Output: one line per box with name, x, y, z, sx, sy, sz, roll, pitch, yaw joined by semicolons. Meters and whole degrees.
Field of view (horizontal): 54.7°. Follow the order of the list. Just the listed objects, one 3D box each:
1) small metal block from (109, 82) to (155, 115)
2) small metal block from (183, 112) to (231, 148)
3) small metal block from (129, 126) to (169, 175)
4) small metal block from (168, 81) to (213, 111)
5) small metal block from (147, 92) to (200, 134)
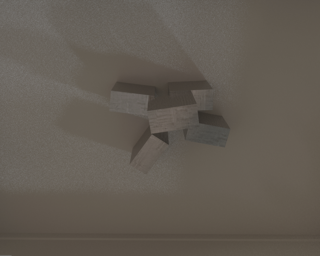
small metal block;-0.033;-0.037;0.384;0.050;0.050;0.025;7;110;-3
small metal block;0.058;-0.001;0.399;0.050;0.050;0.025;11;110;-4
small metal block;-0.014;0.025;0.407;0.025;0.050;0.050;33;107;-12
small metal block;0.036;-0.040;0.384;0.050;0.050;0.025;-3;110;0
small metal block;0.014;-0.018;0.338;0.050;0.050;0.025;-8;110;2
